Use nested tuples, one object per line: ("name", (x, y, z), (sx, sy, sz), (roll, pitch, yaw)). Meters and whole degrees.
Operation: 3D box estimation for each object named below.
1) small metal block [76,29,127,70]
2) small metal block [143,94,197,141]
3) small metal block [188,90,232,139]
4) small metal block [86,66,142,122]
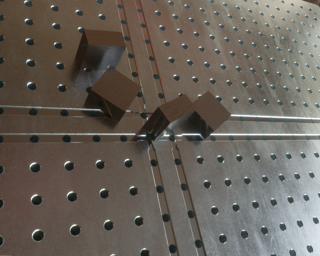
("small metal block", (-0.079, -0.102, 0.412), (0.050, 0.050, 0.025), (-6, 65, -31))
("small metal block", (0.013, -0.013, 0.407), (0.050, 0.050, 0.025), (-28, 77, -37))
("small metal block", (0.069, -0.020, 0.457), (0.050, 0.025, 0.050), (48, 51, 5))
("small metal block", (-0.059, -0.045, 0.403), (0.050, 0.025, 0.050), (33, 51, -7))
